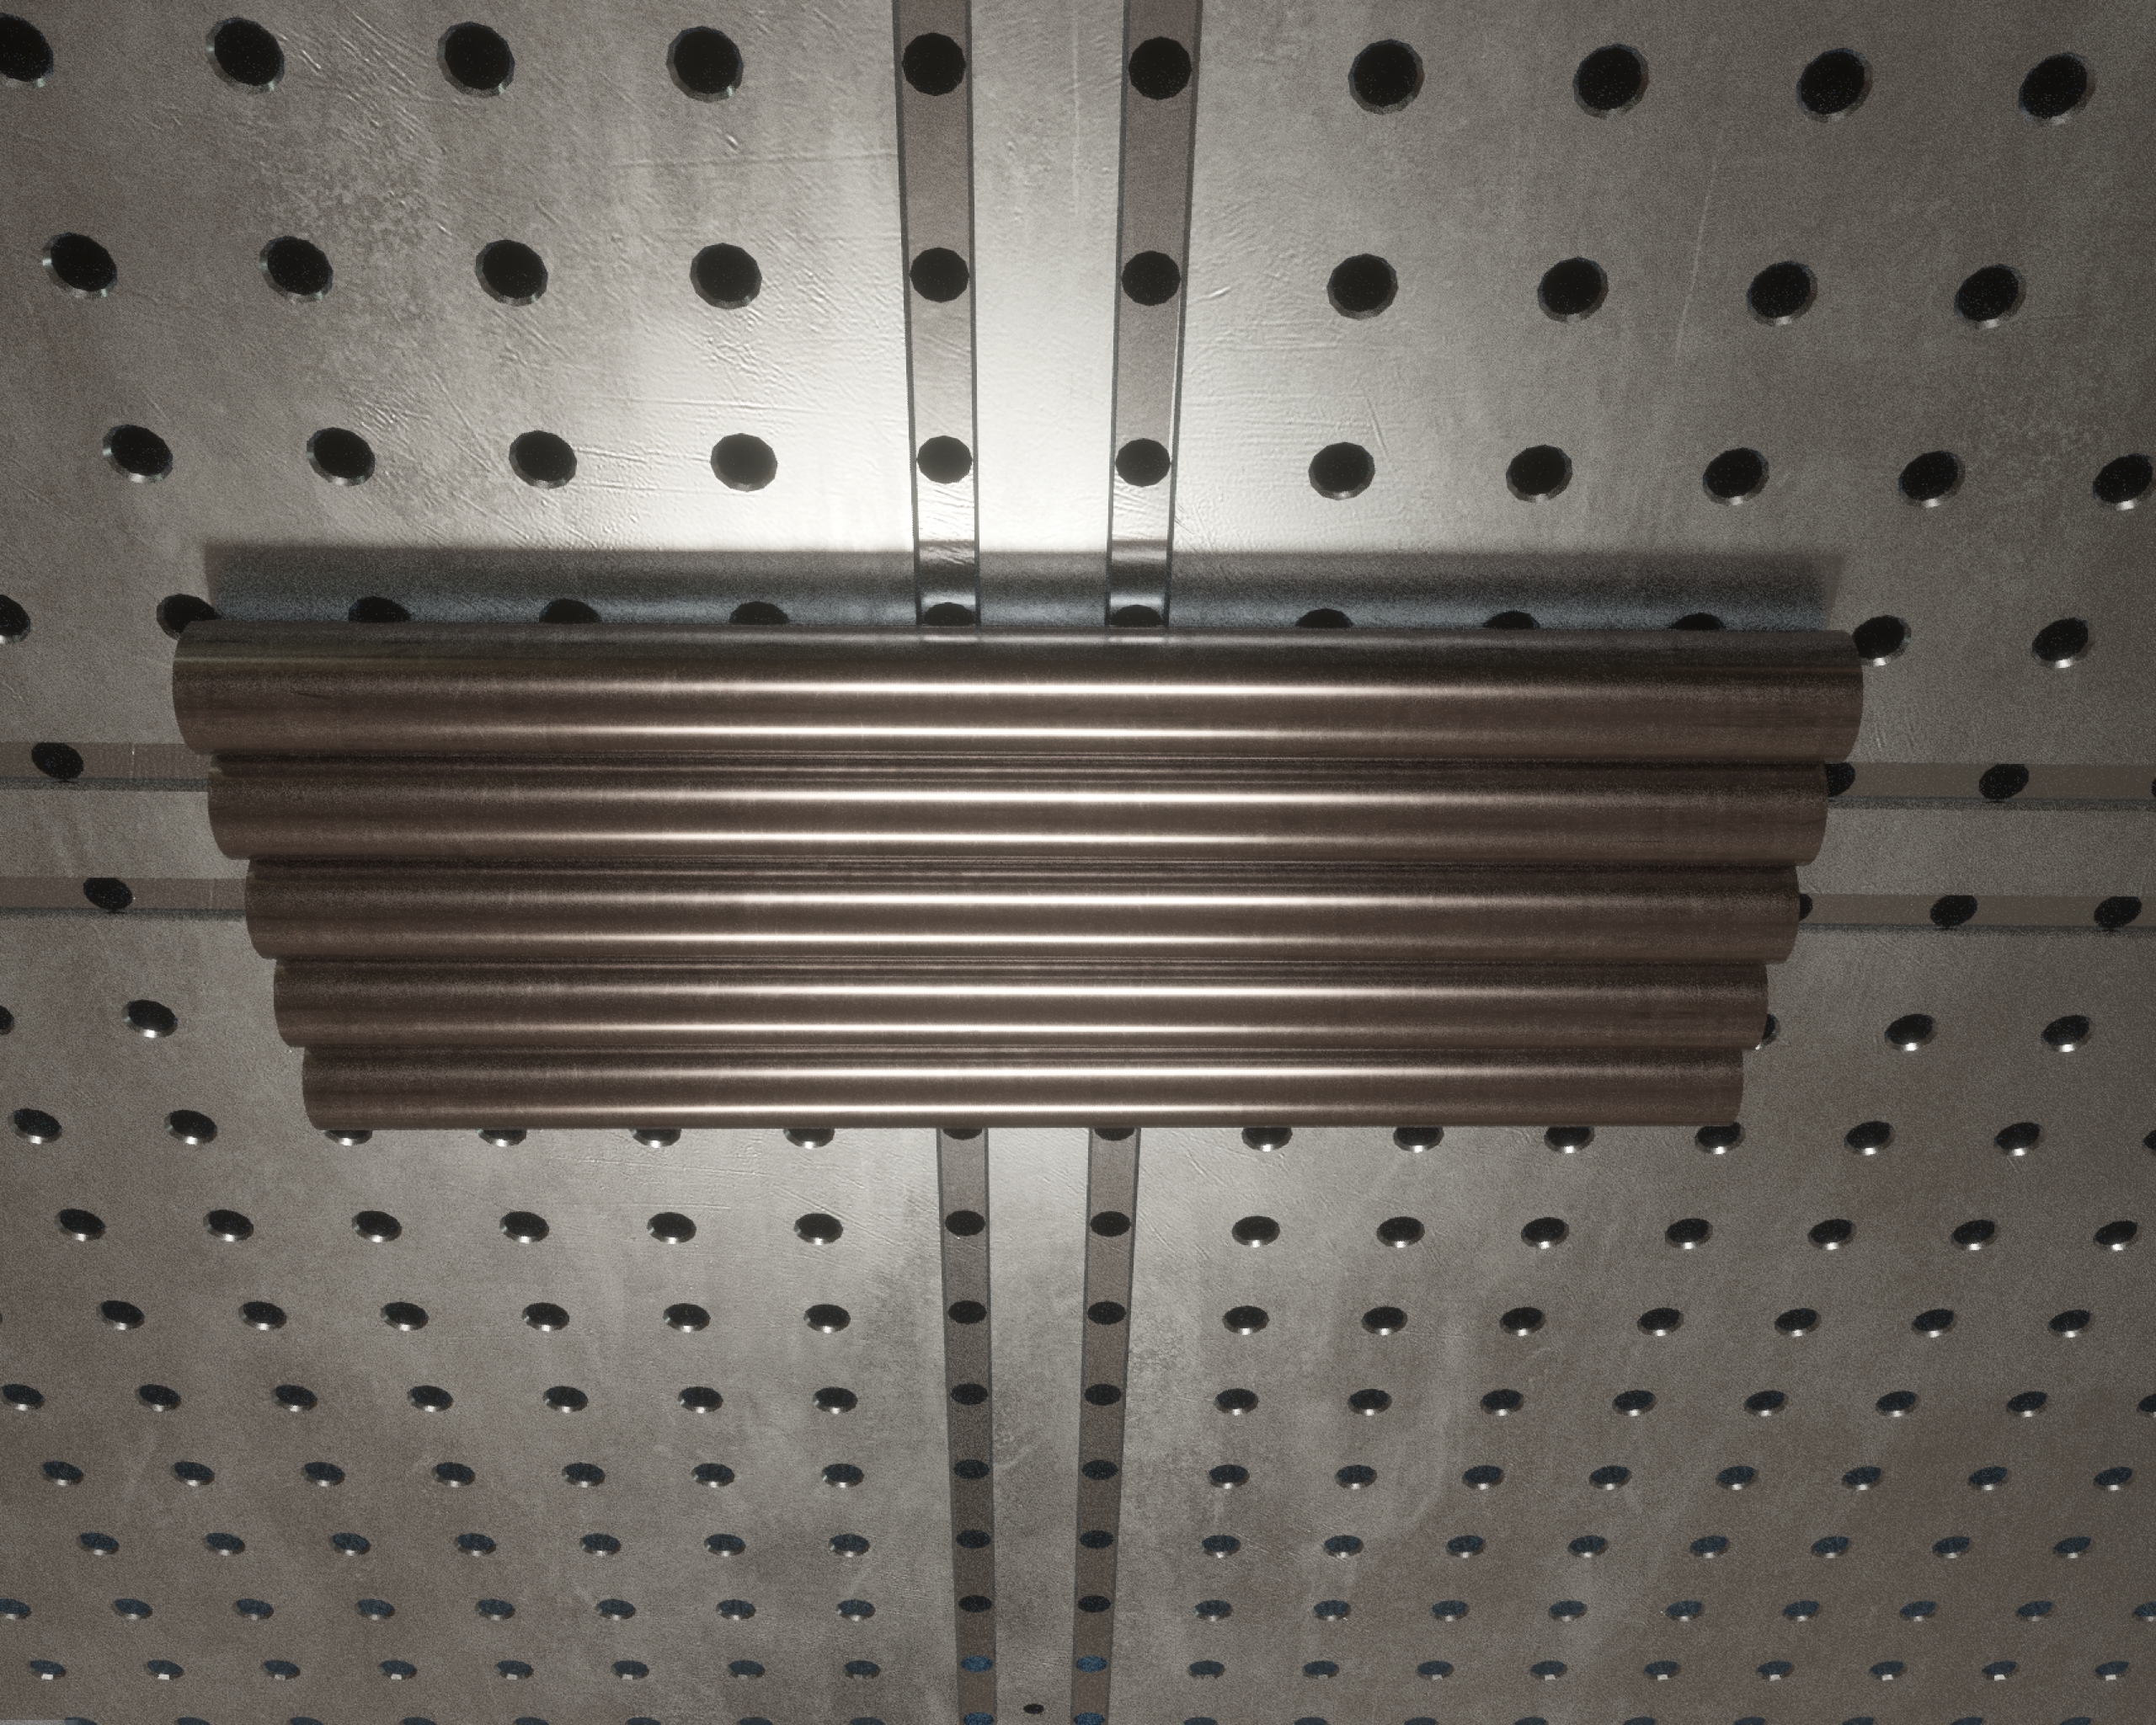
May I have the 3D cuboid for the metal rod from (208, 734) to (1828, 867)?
[{"bbox_3d":[-0.010,-0.012,0.401,0.302,0.025,0.025,0,130,-1],"label":"metal rod"}]

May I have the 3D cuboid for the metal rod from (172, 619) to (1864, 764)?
[{"bbox_3d":[-0.010,-0.031,0.385,0.302,0.025,0.025,0,130,-1],"label":"metal rod"}]

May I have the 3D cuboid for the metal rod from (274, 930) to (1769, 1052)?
[{"bbox_3d":[-0.011,0.026,0.434,0.302,0.025,0.025,0,130,-1],"label":"metal rod"}]

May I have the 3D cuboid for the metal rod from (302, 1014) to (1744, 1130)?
[{"bbox_3d":[-0.011,0.045,0.449,0.302,0.025,0.025,0,130,-1],"label":"metal rod"}]

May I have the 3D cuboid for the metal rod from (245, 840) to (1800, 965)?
[{"bbox_3d":[-0.010,0.007,0.418,0.302,0.025,0.025,0,130,-1],"label":"metal rod"}]
